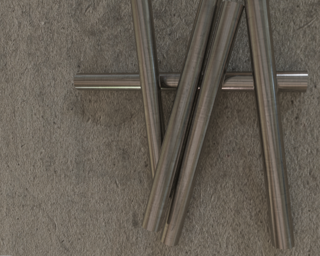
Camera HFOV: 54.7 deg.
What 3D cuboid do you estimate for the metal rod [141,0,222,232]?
[{"bbox_3d":[0.026,-0.022,0.371,0.025,0.025,0.298,16,95,19],"label":"metal rod"}]

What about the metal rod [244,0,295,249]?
[{"bbox_3d":[0.121,-0.012,0.344,0.025,0.025,0.298,-6,96,20],"label":"metal rod"}]

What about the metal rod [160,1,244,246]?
[{"bbox_3d":[0.046,0.005,0.373,0.025,0.025,0.298,18,103,19],"label":"metal rod"}]

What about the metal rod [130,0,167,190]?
[{"bbox_3d":[-0.012,-0.057,0.385,0.025,0.025,0.298,-3,99,20],"label":"metal rod"}]

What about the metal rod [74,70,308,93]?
[{"bbox_3d":[0.024,-0.060,0.400,0.301,0.025,0.025,3,91,19],"label":"metal rod"}]
